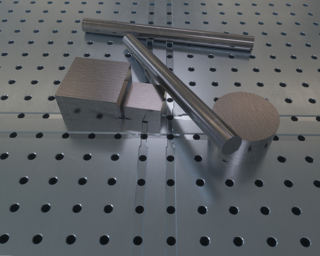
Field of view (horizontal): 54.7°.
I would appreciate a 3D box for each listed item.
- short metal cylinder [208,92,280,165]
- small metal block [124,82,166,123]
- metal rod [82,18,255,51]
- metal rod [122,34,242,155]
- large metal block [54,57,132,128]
[{"bbox_3d":[0.103,0.000,0.392,0.081,0.050,0.080,0,50,0],"label":"short metal cylinder"},{"bbox_3d":[-0.020,-0.037,0.438,0.050,0.025,0.050,8,50,6],"label":"small metal block"},{"bbox_3d":[0.011,-0.166,0.546,0.302,0.025,0.025,8,51,7],"label":"metal rod"},{"bbox_3d":[0.011,-0.066,0.429,0.025,0.025,0.300,-20,43,-16],"label":"metal rod"},{"bbox_3d":[-0.088,-0.051,0.433,0.080,0.050,0.080,7,50,6],"label":"large metal block"}]
